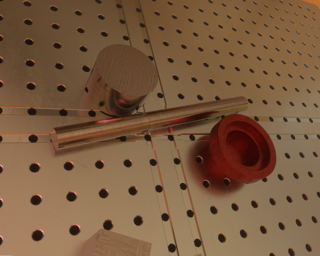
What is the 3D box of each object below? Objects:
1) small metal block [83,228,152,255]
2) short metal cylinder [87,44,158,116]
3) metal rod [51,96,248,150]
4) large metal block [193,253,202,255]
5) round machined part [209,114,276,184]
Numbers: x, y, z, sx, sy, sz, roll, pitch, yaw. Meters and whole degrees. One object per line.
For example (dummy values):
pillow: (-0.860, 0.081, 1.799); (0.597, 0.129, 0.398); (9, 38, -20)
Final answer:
small metal block: (-0.043, 0.121, 0.295); (0.050, 0.050, 0.025); (22, 53, -15)
short metal cylinder: (-0.049, -0.061, 0.403); (0.081, 0.050, 0.080); (14, 56, -21)
metal rod: (0.009, -0.014, 0.421); (0.303, 0.025, 0.025); (-12, 68, -33)
large metal block: (0.007, 0.173, 0.290); (0.081, 0.050, 0.080); (-4, 64, -30)
round machined part: (0.111, 0.032, 0.437); (0.099, 0.042, 0.098); (14, 56, -21)
